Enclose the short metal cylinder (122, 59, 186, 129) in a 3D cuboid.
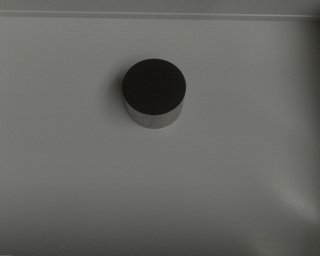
[{"bbox_3d":[-0.007,-0.045,0.413,0.081,0.050,0.080,0,70,0],"label":"short metal cylinder"}]
